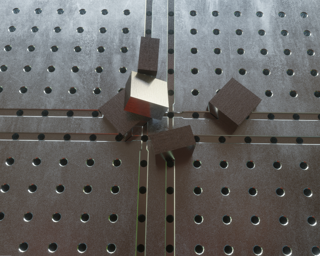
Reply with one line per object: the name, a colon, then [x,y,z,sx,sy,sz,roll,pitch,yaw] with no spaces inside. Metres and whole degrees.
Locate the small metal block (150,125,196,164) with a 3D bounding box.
small metal block: [0.015,0.022,0.391,0.050,0.050,0.025,-14,71,-5]

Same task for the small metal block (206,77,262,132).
small metal block: [0.101,-0.032,0.424,0.050,0.025,0.050,41,75,13]

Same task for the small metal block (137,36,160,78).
small metal block: [-0.017,-0.090,0.430,0.025,0.050,0.050,6,70,-6]

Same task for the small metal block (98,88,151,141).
small metal block: [-0.046,-0.019,0.419,0.050,0.025,0.050,-41,75,-13]

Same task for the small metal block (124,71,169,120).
small metal block: [-0.018,-0.042,0.403,0.050,0.025,0.050,15,45,-18]
